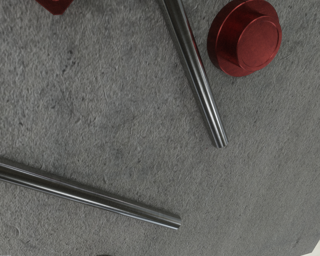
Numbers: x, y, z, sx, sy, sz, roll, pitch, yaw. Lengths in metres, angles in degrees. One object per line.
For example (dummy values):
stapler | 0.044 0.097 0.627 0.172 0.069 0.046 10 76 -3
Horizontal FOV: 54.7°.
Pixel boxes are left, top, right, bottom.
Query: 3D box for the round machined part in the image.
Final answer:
round machined part | 0.112 -0.110 0.389 0.099 0.042 0.097 -14 124 -21

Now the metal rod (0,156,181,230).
metal rod | -0.077 0.099 0.426 0.301 0.025 0.025 30 102 -38

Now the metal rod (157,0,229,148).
metal rod | 0.038 -0.083 0.376 0.025 0.025 0.299 -33 129 -7

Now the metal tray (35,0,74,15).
metal tray | -0.082 -0.172 0.251 0.130 0.030 0.090 -49 129 6
